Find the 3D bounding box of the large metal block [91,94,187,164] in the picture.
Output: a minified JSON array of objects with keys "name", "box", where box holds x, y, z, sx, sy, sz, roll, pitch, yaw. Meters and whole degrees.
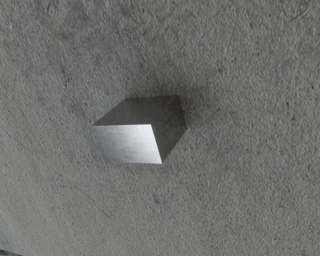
[{"name":"large metal block","box":[-0.022,0.000,0.383,0.080,0.080,0.050,-1,118,28]}]
